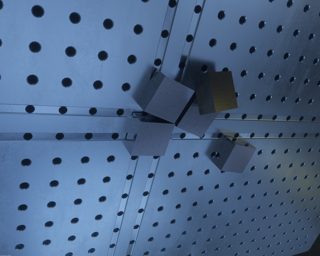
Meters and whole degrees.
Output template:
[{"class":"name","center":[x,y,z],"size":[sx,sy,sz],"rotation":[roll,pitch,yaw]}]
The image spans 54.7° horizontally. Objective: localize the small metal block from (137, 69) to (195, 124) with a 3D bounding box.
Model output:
[{"class":"small metal block","center":[0.007,-0.039,0.393],"size":[0.050,0.025,0.050],"rotation":[21,107,-37]}]

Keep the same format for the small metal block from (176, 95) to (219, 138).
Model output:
[{"class":"small metal block","center":[0.048,-0.020,0.427],"size":[0.050,0.025,0.050],"rotation":[23,106,-37]}]

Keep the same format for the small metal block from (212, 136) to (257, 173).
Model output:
[{"class":"small metal block","center":[0.122,0.045,0.508],"size":[0.050,0.025,0.050],"rotation":[12,112,-34]}]

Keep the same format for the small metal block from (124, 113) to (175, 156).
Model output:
[{"class":"small metal block","center":[-0.014,0.009,0.411],"size":[0.050,0.025,0.050],"rotation":[3,117,-31]}]

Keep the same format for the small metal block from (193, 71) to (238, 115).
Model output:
[{"class":"small metal block","center":[0.073,-0.046,0.401],"size":[0.050,0.025,0.050],"rotation":[-12,92,-43]}]
